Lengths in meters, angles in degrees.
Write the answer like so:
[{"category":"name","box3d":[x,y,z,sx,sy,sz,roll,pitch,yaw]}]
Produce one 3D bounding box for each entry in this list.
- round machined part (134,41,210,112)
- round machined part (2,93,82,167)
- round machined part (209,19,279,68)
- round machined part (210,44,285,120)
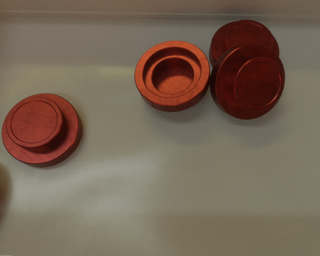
[{"category":"round machined part","box3d":[0.018,-0.065,0.419,0.098,0.042,0.098,-3,68,9]},{"category":"round machined part","box3d":[-0.154,-0.001,0.399,0.099,0.042,0.098,0,70,-1]},{"category":"round machined part","box3d":[0.122,-0.115,0.444,0.099,0.042,0.098,0,70,-1]},{"category":"round machined part","box3d":[0.118,-0.058,0.397,0.099,0.042,0.097,-4,105,-13]}]
